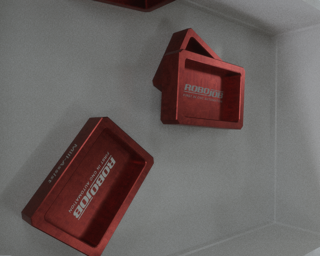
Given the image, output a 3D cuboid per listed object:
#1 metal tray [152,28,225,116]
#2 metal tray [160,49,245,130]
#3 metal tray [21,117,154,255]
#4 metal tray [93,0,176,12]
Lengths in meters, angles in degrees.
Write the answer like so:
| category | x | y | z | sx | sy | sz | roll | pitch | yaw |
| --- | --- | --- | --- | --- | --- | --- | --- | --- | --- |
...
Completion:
| category | x | y | z | sx | sy | sz | roll | pitch | yaw |
| --- | --- | --- | --- | --- | --- | --- | --- | --- | --- |
| metal tray | 0.058 | -0.068 | 0.451 | 0.130 | 0.030 | 0.090 | 34 | 69 | -35 |
| metal tray | 0.062 | -0.046 | 0.414 | 0.131 | 0.030 | 0.089 | 4 | 87 | -40 |
| metal tray | -0.072 | 0.063 | 0.342 | 0.090 | 0.030 | 0.130 | 45 | 63 | -31 |
| metal tray | -0.037 | -0.162 | 0.332 | 0.131 | 0.090 | 0.030 | -4 | 93 | -40 |
